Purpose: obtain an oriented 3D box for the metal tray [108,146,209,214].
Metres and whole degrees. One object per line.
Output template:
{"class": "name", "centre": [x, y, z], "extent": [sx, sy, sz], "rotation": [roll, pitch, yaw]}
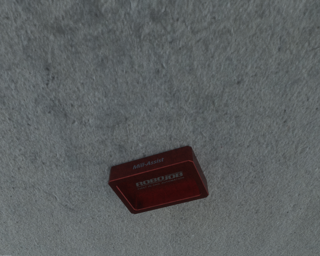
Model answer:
{"class": "metal tray", "centre": [-0.001, 0.083, 0.474], "extent": [0.130, 0.030, 0.090], "rotation": [-17, 129, 13]}
